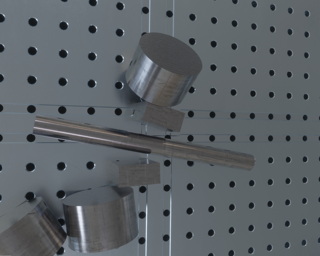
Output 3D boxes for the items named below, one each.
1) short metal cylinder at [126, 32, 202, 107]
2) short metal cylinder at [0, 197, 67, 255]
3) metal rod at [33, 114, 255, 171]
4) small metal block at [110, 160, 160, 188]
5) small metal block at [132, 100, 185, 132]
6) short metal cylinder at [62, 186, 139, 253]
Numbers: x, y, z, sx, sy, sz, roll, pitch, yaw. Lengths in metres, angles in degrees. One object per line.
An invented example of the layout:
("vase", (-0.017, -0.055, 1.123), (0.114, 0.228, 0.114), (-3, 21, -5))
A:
("short metal cylinder", (0.004, -0.072, 0.379), (0.081, 0.050, 0.080), (17, 43, -16))
("short metal cylinder", (-0.148, 0.118, 0.329), (0.080, 0.080, 0.050), (-33, 101, -17))
("metal rod", (-0.006, 0.024, 0.410), (0.302, 0.025, 0.025), (11, 86, -20))
("small metal block", (-0.032, 0.055, 0.388), (0.050, 0.050, 0.025), (-2, 91, -20))
("small metal block", (-0.003, -0.014, 0.398), (0.050, 0.050, 0.025), (18, 85, -19))
("short metal cylinder", (-0.068, 0.102, 0.359), (0.081, 0.080, 0.050), (-8, 93, -20))
